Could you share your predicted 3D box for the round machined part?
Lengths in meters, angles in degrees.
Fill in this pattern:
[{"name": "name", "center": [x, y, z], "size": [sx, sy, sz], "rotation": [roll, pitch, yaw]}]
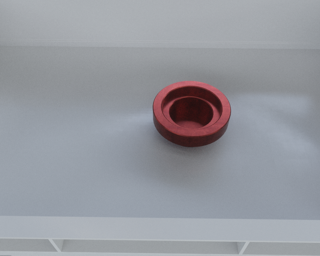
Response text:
[{"name": "round machined part", "center": [0.040, -0.014, 0.406], "size": [0.099, 0.042, 0.098], "rotation": [0, 50, 0]}]
